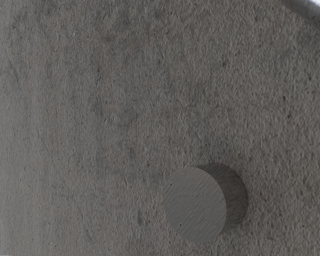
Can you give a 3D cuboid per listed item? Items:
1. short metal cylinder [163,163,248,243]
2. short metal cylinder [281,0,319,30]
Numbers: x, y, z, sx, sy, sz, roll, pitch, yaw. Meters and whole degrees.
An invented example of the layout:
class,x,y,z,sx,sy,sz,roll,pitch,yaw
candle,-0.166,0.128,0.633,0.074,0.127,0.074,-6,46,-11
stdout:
class,x,y,z,sx,sy,sz,roll,pitch,yaw
short metal cylinder,0.050,0.081,0.347,0.080,0.050,0.080,0,90,40
short metal cylinder,0.147,-0.121,0.248,0.050,0.081,0.080,51,120,28
